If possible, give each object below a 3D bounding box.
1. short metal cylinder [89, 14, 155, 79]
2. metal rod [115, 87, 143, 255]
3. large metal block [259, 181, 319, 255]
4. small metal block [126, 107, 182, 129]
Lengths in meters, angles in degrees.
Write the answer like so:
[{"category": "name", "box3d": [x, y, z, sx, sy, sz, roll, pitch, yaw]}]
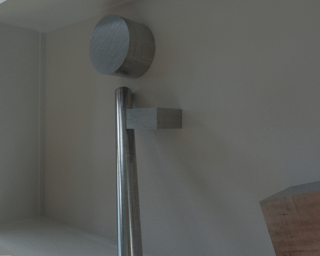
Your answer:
[{"category": "short metal cylinder", "box3d": [-0.053, -0.112, 0.432, 0.080, 0.050, 0.079, 0, 90, 39]}, {"category": "metal rod", "box3d": [-0.038, 0.065, 0.359, 0.025, 0.025, 0.300, -38, 43, 33]}, {"category": "large metal block", "box3d": [0.142, 0.071, 0.253, 0.080, 0.081, 0.050, -23, 76, 37]}, {"category": "small metal block", "box3d": [-0.007, -0.012, 0.394, 0.050, 0.050, 0.025, 0, 90, 39]}]
